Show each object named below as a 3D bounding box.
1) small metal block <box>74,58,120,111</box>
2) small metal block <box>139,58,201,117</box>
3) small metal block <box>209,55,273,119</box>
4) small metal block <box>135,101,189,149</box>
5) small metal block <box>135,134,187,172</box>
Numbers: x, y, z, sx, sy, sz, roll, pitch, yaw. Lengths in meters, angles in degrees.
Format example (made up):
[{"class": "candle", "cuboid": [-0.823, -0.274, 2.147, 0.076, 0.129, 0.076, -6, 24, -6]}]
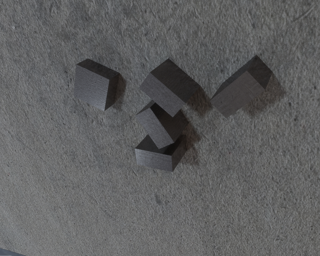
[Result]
[{"class": "small metal block", "cuboid": [-0.086, -0.058, 0.416, 0.050, 0.025, 0.050, 26, 128, 12]}, {"class": "small metal block", "cuboid": [0.012, -0.047, 0.355, 0.050, 0.050, 0.025, 41, 129, 0]}, {"class": "small metal block", "cuboid": [0.084, -0.043, 0.320, 0.025, 0.050, 0.050, 46, 129, -4]}, {"class": "small metal block", "cuboid": [0.004, -0.011, 0.382, 0.025, 0.050, 0.050, -26, 104, 37]}, {"class": "small metal block", "cuboid": [0.002, 0.028, 0.407, 0.050, 0.050, 0.025, 9, 123, 23]}]
